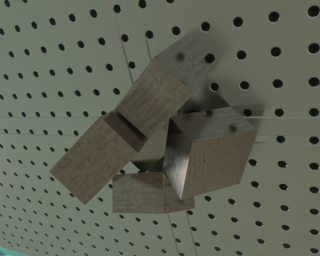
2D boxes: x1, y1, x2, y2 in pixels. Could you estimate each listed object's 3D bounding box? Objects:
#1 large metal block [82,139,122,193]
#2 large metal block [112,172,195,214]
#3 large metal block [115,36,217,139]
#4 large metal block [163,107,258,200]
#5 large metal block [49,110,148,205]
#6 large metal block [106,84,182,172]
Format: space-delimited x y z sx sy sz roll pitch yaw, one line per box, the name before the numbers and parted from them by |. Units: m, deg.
large metal block | -0.085 0.038 0.443 0.050 0.080 0.080 44 129 -2
large metal block | -0.008 0.088 0.425 0.080 0.080 0.050 -9 78 32
large metal block | 0.008 -0.046 0.344 0.050 0.080 0.080 43 129 -2
large metal block | 0.054 0.027 0.355 0.050 0.081 0.079 -127 35 -47
large metal block | -0.061 0.026 0.343 0.050 0.080 0.080 44 104 -2
large metal block | -0.019 0.000 0.407 0.080 0.050 0.080 43 129 -2
